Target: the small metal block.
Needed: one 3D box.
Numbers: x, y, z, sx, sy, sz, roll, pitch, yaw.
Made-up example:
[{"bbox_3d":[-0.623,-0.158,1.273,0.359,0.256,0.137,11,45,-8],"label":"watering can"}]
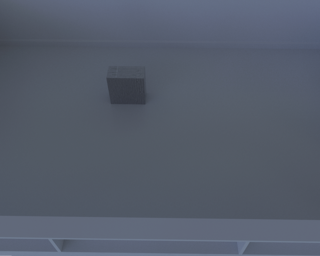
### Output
[{"bbox_3d":[-0.046,-0.060,0.439,0.050,0.050,0.025,1,50,1],"label":"small metal block"}]
